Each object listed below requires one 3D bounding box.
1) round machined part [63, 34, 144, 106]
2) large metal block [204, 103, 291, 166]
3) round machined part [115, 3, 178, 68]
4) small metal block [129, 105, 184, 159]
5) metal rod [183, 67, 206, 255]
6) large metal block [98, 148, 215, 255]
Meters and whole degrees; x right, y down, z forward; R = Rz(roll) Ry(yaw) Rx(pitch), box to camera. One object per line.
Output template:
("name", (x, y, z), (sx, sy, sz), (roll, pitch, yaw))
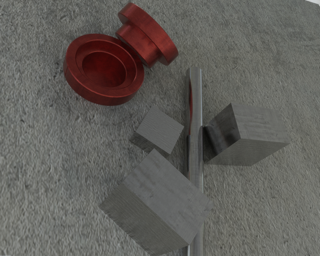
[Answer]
("round machined part", (-0.073, -0.069, 0.395), (0.099, 0.042, 0.098), (14, 56, -21))
("large metal block", (0.111, 0.013, 0.420), (0.081, 0.080, 0.050), (6, 59, -25))
("round machined part", (-0.024, -0.121, 0.431), (0.098, 0.098, 0.042), (44, 90, 2))
("small metal block", (-0.004, 0.007, 0.397), (0.050, 0.025, 0.050), (34, 51, -6))
("metal rod", (0.044, 0.038, 0.404), (0.025, 0.025, 0.300), (17, 55, -19))
("large metal block", (-0.007, 0.079, 0.317), (0.080, 0.080, 0.050), (43, 51, 1))
